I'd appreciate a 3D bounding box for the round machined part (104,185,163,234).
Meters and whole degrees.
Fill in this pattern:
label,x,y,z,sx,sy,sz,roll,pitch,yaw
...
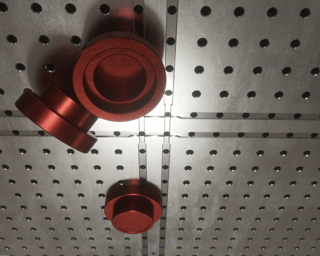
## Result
label,x,y,z,sx,sy,sz,roll,pitch,yaw
round machined part,-0.045,0.143,0.522,0.099,0.042,0.097,-1,130,0

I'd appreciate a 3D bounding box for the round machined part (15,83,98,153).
label,x,y,z,sx,sy,sz,roll,pitch,yaw
round machined part,-0.112,-0.016,0.362,0.098,0.098,0.042,39,84,-29

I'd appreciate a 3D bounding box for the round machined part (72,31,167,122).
label,x,y,z,sx,sy,sz,roll,pitch,yaw
round machined part,-0.044,-0.059,0.343,0.099,0.042,0.097,-4,123,-6
